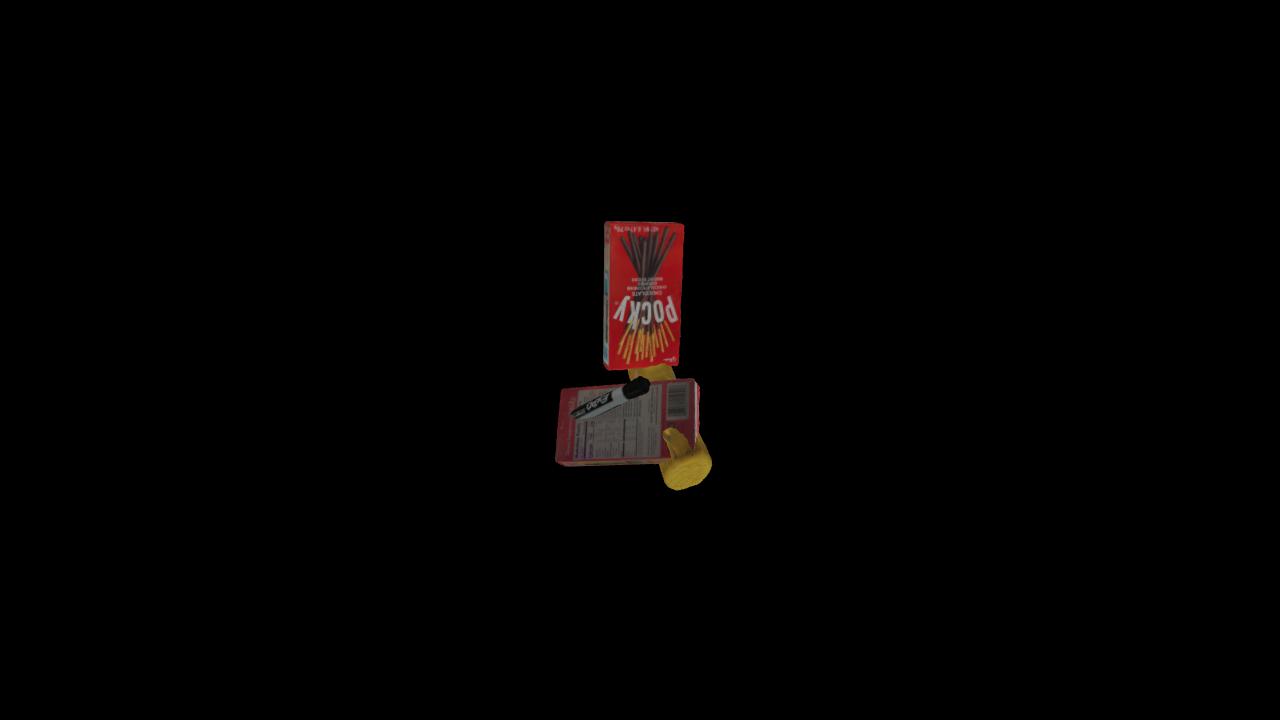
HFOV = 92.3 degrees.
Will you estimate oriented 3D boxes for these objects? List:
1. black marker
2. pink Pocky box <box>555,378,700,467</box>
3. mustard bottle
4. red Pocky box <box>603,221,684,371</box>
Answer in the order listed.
[{"bbox_3d":[-0.038,0.046,0.648,0.121,0.020,0.020,-27,-15,31],"label":"black marker"},{"bbox_3d":[-0.013,0.068,0.653,0.155,0.084,0.029,-5,-22,18],"label":"pink Pocky box"},{"bbox_3d":[0.024,0.046,0.685,0.054,0.184,0.092,-19,-30,-2],"label":"mustard bottle"},{"bbox_3d":[0.003,-0.067,0.648,0.083,0.155,0.028,-5,17,-21],"label":"red Pocky box"}]
